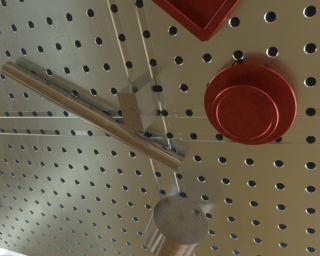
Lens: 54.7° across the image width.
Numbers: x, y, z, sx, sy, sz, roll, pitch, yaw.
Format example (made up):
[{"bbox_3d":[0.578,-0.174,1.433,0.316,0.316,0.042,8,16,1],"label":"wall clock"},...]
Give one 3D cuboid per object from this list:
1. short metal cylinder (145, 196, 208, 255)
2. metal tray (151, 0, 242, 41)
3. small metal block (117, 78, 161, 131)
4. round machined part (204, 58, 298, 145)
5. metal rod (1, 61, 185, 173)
[{"bbox_3d":[0.023,0.147,0.453,0.080,0.080,0.050,28,128,10],"label":"short metal cylinder"},{"bbox_3d":[0.023,-0.159,0.296,0.130,0.030,0.089,40,129,0],"label":"metal tray"},{"bbox_3d":[-0.025,-0.030,0.388,0.025,0.050,0.050,3,120,26],"label":"small metal block"},{"bbox_3d":[0.095,-0.022,0.336,0.098,0.042,0.097,13,124,20],"label":"round machined part"},{"bbox_3d":[-0.103,-0.020,0.450,0.301,0.025,0.025,29,128,9],"label":"metal rod"}]
